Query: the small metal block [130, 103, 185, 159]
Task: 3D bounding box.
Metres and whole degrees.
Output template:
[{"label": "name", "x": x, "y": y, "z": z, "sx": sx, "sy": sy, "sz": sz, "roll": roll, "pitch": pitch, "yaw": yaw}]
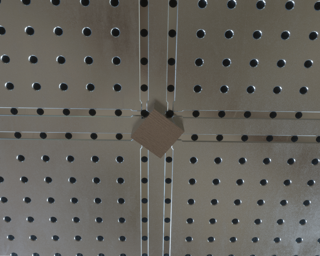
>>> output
[{"label": "small metal block", "x": -0.003, "y": 0.004, "z": 0.415, "sx": 0.050, "sy": 0.025, "sz": 0.050, "roll": 37, "pitch": 106, "yaw": -13}]
